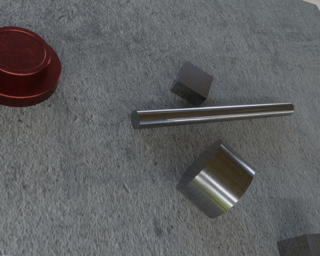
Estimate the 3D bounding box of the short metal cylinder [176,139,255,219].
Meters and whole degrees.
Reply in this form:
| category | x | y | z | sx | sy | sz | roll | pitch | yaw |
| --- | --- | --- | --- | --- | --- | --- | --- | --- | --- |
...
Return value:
| category | x | y | z | sx | sy | sz | roll | pitch | yaw |
| --- | --- | --- | --- | --- | --- | --- | --- | --- | --- |
| short metal cylinder | 0.065 | 0.060 | 0.369 | 0.050 | 0.080 | 0.080 | 42 | 51 | 0 |

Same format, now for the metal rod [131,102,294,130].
| category | x | y | z | sx | sy | sz | roll | pitch | yaw |
| --- | --- | --- | --- | --- | --- | --- | --- | --- | --- |
| metal rod | 0.098 | -0.022 | 0.471 | 0.303 | 0.025 | 0.025 | -5 | 65 | -31 |

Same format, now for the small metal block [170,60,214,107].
| category | x | y | z | sx | sy | sz | roll | pitch | yaw |
| --- | --- | --- | --- | --- | --- | --- | --- | --- | --- |
| small metal block | 0.050 | -0.068 | 0.474 | 0.050 | 0.025 | 0.050 | 30 | 52 | -9 |

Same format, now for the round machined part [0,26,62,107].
| category | x | y | z | sx | sy | sz | roll | pitch | yaw |
| --- | --- | --- | --- | --- | --- | --- | --- | --- | --- |
| round machined part | -0.163 | -0.076 | 0.352 | 0.099 | 0.042 | 0.098 | 14 | 56 | -21 |

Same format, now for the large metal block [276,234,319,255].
| category | x | y | z | sx | sy | sz | roll | pitch | yaw |
| --- | --- | --- | --- | --- | --- | --- | --- | --- | --- |
| large metal block | 0.207 | 0.179 | 0.392 | 0.081 | 0.050 | 0.080 | 7 | 59 | -25 |
